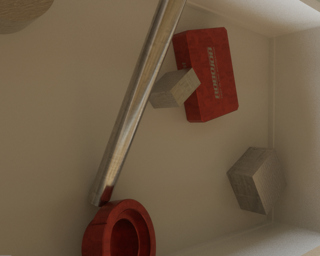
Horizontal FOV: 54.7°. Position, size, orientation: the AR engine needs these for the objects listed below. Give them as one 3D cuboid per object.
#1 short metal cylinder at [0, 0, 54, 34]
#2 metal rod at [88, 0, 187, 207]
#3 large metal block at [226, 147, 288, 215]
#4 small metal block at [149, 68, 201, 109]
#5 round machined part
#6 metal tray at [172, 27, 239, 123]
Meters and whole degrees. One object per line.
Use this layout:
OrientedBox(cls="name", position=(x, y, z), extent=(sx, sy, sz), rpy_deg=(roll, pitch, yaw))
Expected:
OrientedBox(cls="short metal cylinder", position=(-0.140, -0.129, 0.273), extent=(0.081, 0.050, 0.079), rpy_deg=(0, 90, -40))
OrientedBox(cls="metal rod", position=(-0.016, -0.052, 0.317), extent=(0.025, 0.025, 0.298), rpy_deg=(10, 108, -40))
OrientedBox(cls="large metal block", position=(0.169, 0.089, 0.536), extent=(0.080, 0.050, 0.080), rpy_deg=(-39, 114, -33))
OrientedBox(cls="small metal block", position=(0.017, -0.052, 0.406), extent=(0.050, 0.050, 0.025), rpy_deg=(-48, 119, -29))
OrientedBox(cls="round machined part", position=(-0.048, 0.130, 0.342), extent=(0.098, 0.042, 0.098), rpy_deg=(36, 47, -51))
OrientedBox(cls="metal tray", position=(0.071, -0.081, 0.465), extent=(0.091, 0.030, 0.129), rpy_deg=(-19, 103, -39))
